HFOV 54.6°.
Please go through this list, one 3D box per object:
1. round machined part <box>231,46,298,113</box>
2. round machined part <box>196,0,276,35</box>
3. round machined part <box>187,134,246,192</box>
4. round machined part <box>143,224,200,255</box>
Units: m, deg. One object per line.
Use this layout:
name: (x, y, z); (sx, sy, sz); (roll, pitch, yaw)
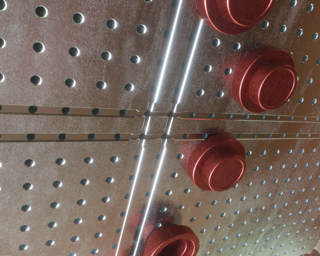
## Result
round machined part: (0.155, -0.064, 0.444); (0.099, 0.042, 0.097); (-14, 124, -21)
round machined part: (0.094, -0.155, 0.355); (0.099, 0.042, 0.097); (-14, 124, -21)
round machined part: (0.096, 0.061, 0.489); (0.099, 0.042, 0.097); (-14, 124, -21)
round machined part: (0.015, 0.205, 0.532); (0.099, 0.042, 0.097); (-14, 122, -23)
